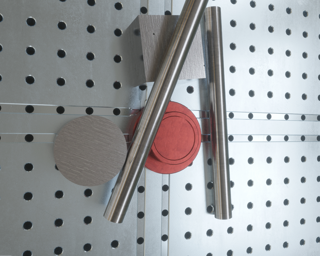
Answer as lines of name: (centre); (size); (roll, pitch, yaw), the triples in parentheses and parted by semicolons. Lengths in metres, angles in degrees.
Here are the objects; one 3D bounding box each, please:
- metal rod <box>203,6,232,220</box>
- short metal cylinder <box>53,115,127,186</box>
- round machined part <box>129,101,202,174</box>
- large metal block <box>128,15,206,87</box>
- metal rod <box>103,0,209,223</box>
metal rod: (0.083, -0.020, 0.444); (0.025, 0.025, 0.298); (-4, 91, -20)
short metal cylinder: (-0.085, 0.025, 0.369); (0.081, 0.050, 0.079); (0, 90, -20)
round machined part: (0.012, 0.013, 0.409); (0.099, 0.042, 0.097); (0, 90, -21)
large metal block: (0.008, -0.099, 0.403); (0.081, 0.050, 0.079); (-8, 93, -20)
metal rod: (-0.002, -0.031, 0.364); (0.025, 0.025, 0.298); (20, 93, -19)
